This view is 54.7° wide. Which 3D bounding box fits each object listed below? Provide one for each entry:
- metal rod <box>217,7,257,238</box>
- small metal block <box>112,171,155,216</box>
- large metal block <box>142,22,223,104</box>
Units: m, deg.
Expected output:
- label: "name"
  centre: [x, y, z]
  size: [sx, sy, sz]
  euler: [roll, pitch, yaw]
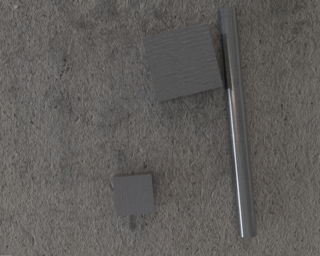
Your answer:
- label: "metal rod"
  centre: [0.102, -0.008, 0.410]
  size: [0.025, 0.025, 0.298]
  euler: [-5, 90, 0]
- label: "small metal block"
  centre: [-0.034, 0.086, 0.410]
  size: [0.050, 0.025, 0.050]
  euler: [-5, 90, 0]
- label: "large metal block"
  centre: [0.027, -0.080, 0.398]
  size: [0.080, 0.050, 0.080]
  euler: [-14, 90, 0]
